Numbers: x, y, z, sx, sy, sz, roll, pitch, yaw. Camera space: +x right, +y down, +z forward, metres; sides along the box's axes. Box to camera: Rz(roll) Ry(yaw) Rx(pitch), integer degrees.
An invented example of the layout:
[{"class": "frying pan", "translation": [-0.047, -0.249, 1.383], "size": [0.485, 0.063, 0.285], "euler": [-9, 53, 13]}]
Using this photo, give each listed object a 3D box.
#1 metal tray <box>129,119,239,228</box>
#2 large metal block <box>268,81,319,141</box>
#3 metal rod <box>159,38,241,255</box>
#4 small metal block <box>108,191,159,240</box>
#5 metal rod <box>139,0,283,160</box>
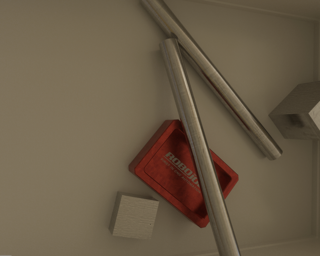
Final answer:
[{"class": "metal tray", "translation": [0.035, 0.061, 0.421], "size": [0.130, 0.030, 0.090], "euler": [42, 76, -16]}, {"class": "large metal block", "translation": [0.229, -0.027, 0.468], "size": [0.080, 0.080, 0.050], "euler": [-42, 104, -15]}, {"class": "metal rod", "translation": [0.050, 0.030, 0.389], "size": [0.025, 0.025, 0.299], "euler": [-13, 81, -20]}, {"class": "small metal block", "translation": [-0.034, 0.113, 0.399], "size": [0.050, 0.025, 0.050], "euler": [15, 85, -20]}, {"class": "metal rod", "translation": [0.080, -0.066, 0.441], "size": [0.025, 0.025, 0.300], "euler": [-46, 105, -14]}]
